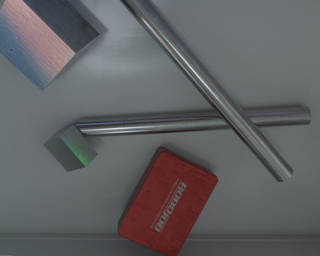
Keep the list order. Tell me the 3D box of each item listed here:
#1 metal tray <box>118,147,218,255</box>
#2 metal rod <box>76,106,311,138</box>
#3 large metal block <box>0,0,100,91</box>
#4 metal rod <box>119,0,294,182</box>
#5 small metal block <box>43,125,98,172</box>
[{"bbox_3d":[0.010,0.103,0.431,0.090,0.030,0.129,27,93,-10],"label":"metal tray"},{"bbox_3d":[0.043,-0.008,0.409,0.302,0.025,0.025,-3,110,0],"label":"metal rod"},{"bbox_3d":[-0.129,-0.101,0.342,0.080,0.050,0.080,46,131,-15],"label":"large metal block"},{"bbox_3d":[0.059,-0.049,0.374,0.025,0.025,0.300,-41,99,13],"label":"metal rod"},{"bbox_3d":[-0.118,0.028,0.407,0.050,0.025,0.050,-18,114,45],"label":"small metal block"}]
